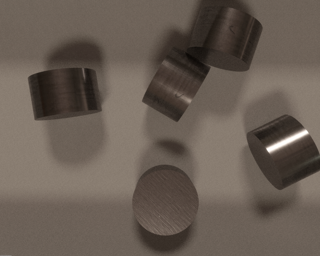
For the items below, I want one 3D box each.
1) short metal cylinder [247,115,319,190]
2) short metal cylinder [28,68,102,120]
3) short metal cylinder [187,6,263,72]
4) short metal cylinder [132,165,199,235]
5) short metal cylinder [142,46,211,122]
[{"bbox_3d":[0.152,0.030,0.386,0.050,0.080,0.080,-26,90,0],"label":"short metal cylinder"},{"bbox_3d":[-0.116,-0.040,0.382,0.081,0.080,0.050,-9,90,0],"label":"short metal cylinder"},{"bbox_3d":[0.080,-0.108,0.385,0.080,0.080,0.050,19,90,-1],"label":"short metal cylinder"},{"bbox_3d":[0.007,0.090,0.399,0.081,0.050,0.079,0,90,-1],"label":"short metal cylinder"},{"bbox_3d":[0.020,-0.054,0.384,0.050,0.080,0.080,31,90,0],"label":"short metal cylinder"}]
